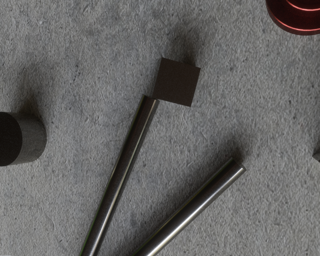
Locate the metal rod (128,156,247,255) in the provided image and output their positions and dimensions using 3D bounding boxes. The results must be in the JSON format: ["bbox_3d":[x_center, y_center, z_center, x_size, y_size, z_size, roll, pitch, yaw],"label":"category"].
[{"bbox_3d":[-0.003,0.149,0.409,0.025,0.025,0.299,46,104,14],"label":"metal rod"}]

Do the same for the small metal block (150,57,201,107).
[{"bbox_3d":[0.018,-0.057,0.390,0.050,0.025,0.050,13,95,-11],"label":"small metal block"}]

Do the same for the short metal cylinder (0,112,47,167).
[{"bbox_3d":[-0.223,0.016,0.472,0.080,0.050,0.079,0,90,19],"label":"short metal cylinder"}]

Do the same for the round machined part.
[{"bbox_3d":[0.168,-0.156,0.341,0.098,0.042,0.097,0,90,19],"label":"round machined part"}]

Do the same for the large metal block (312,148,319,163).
[{"bbox_3d":[0.222,0.027,0.318,0.080,0.050,0.080,40,102,15],"label":"large metal block"}]

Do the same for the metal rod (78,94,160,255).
[{"bbox_3d":[-0.068,0.096,0.431,0.025,0.025,0.298,25,98,18],"label":"metal rod"}]
